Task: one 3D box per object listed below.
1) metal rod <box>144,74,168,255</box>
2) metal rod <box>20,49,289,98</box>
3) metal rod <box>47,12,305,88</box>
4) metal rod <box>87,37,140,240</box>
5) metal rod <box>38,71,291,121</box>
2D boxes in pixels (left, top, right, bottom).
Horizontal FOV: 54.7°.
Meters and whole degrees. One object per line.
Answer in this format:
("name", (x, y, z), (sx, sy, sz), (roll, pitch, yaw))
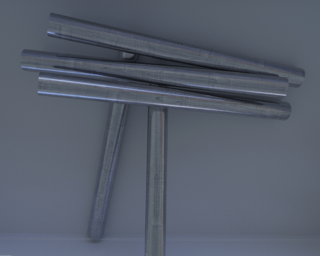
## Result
("metal rod", (-0.004, 0.077, 0.374), (0.025, 0.025, 0.298), (1, 85, -1))
("metal rod", (-0.004, -0.062, 0.359), (0.302, 0.025, 0.025), (6, 110, -2))
("metal rod", (0.029, -0.087, 0.360), (0.302, 0.025, 0.025), (9, 110, -12))
("metal rod", (-0.065, 0.024, 0.419), (0.025, 0.025, 0.298), (12, 110, -5))
("metal rod", (0.020, -0.034, 0.363), (0.302, 0.025, 0.025), (5, 111, -17))
